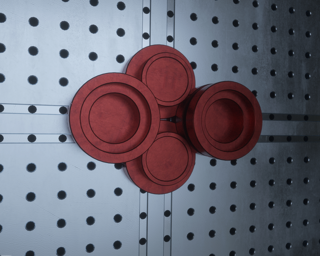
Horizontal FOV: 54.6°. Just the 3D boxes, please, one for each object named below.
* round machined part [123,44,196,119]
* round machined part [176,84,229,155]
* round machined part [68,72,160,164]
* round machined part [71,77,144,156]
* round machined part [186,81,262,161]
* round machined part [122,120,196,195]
[{"bbox_3d":[0.003,-0.060,0.404,0.099,0.042,0.097,0,90,-20],"label":"round machined part"},{"bbox_3d":[0.067,-0.010,0.427,0.099,0.042,0.097,0,90,-20],"label":"round machined part"},{"bbox_3d":[-0.053,-0.011,0.349,0.099,0.042,0.097,0,90,-20],"label":"round machined part"},{"bbox_3d":[-0.061,-0.011,0.380,0.099,0.042,0.097,0,90,-20],"label":"round machined part"},{"bbox_3d":[0.078,-0.009,0.397,0.099,0.042,0.097,0,90,-20],"label":"round machined part"},{"bbox_3d":[0.003,0.038,0.404,0.099,0.042,0.097,0,90,-20],"label":"round machined part"}]
